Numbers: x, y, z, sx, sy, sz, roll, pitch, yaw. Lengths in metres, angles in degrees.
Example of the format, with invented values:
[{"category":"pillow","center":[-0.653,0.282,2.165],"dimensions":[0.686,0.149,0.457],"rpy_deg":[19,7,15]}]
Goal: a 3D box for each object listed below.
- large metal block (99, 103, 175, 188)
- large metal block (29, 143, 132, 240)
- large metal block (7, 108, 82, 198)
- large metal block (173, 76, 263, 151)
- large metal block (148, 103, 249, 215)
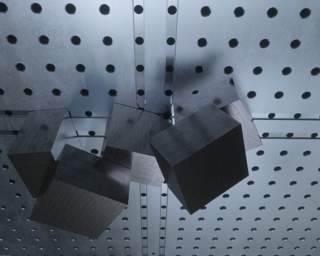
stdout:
[{"category":"large metal block","center":[-0.029,0.021,0.392],"dimensions":[0.081,0.080,0.050],"rpy_deg":[15,129,-13]},{"category":"large metal block","center":[-0.089,0.074,0.351],"dimensions":[0.080,0.050,0.080],"rpy_deg":[25,125,-20]},{"category":"large metal block","center":[-0.142,0.032,0.400],"dimensions":[0.050,0.080,0.080],"rpy_deg":[-5,130,4]},{"category":"large metal block","center":[0.072,-0.006,0.391],"dimensions":[0.080,0.050,0.080],"rpy_deg":[-24,127,18]},{"category":"large metal block","center":[0.044,0.033,0.334],"dimensions":[0.080,0.050,0.080],"rpy_deg":[-31,130,-13]}]
